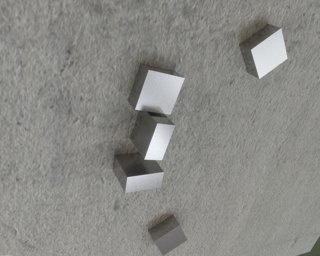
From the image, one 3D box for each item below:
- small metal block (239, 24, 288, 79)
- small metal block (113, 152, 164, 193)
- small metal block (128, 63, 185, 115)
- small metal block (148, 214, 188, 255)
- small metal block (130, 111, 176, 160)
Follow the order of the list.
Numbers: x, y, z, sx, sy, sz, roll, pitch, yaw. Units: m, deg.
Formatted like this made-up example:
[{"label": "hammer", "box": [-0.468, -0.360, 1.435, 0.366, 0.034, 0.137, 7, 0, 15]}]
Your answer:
[{"label": "small metal block", "box": [0.141, -0.104, 0.422, 0.050, 0.025, 0.050, -36, 130, -5]}, {"label": "small metal block", "box": [-0.030, 0.057, 0.411, 0.050, 0.050, 0.025, -4, 120, -27]}, {"label": "small metal block", "box": [-0.005, -0.047, 0.377, 0.050, 0.025, 0.050, 7, 115, -32]}, {"label": "small metal block", "box": [0.014, 0.184, 0.530, 0.050, 0.025, 0.050, -30, 129, -9]}, {"label": "small metal block", "box": [-0.011, 0.006, 0.390, 0.025, 0.050, 0.050, 6, 115, -32]}]
